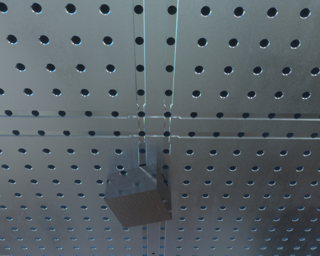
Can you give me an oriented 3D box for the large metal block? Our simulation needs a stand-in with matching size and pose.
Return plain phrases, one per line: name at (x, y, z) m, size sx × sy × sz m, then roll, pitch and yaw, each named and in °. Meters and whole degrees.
large metal block at (-0.032, 0.108, 0.487) m, size 0.080 × 0.050 × 0.080 m, roll -13°, pitch 129°, yaw 10°
